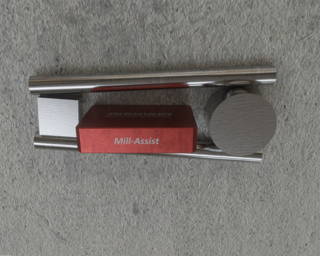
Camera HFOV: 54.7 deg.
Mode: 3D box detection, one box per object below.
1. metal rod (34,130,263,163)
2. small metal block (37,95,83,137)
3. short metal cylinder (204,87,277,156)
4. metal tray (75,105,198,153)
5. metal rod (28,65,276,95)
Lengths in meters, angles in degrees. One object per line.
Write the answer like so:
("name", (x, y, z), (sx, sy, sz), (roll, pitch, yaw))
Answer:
("metal rod", (-0.014, 0.026, 0.420), (0.302, 0.025, 0.025), (4, 110, -2))
("small metal block", (-0.129, -0.017, 0.404), (0.050, 0.025, 0.050), (4, 110, -2))
("short metal cylinder", (0.099, -0.011, 0.394), (0.081, 0.050, 0.079), (0, 110, 0))
("metal tray", (-0.025, -0.002, 0.374), (0.131, 0.090, 0.030), (0, 110, 0))
("metal rod", (-0.009, -0.060, 0.389), (0.302, 0.025, 0.025), (-2, 110, 0))
